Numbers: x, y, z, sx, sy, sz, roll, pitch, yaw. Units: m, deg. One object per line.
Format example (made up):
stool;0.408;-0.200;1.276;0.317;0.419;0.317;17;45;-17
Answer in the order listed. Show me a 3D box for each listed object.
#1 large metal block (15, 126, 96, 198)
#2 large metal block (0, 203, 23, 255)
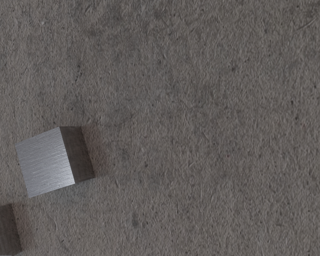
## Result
large metal block;-0.151;0.048;0.449;0.080;0.050;0.080;-19;84;19
large metal block;-0.278;0.173;0.494;0.080;0.050;0.080;-18;84;19
